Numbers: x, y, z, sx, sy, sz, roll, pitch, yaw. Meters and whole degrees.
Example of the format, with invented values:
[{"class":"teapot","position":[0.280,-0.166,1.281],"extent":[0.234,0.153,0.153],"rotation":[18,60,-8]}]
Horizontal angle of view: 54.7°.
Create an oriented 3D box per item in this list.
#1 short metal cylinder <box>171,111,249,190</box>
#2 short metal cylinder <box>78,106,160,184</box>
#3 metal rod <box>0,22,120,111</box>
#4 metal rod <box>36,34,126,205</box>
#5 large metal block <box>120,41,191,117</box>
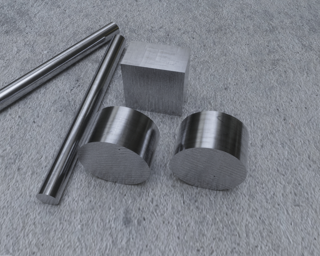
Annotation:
[{"class":"short metal cylinder","position":[0.057,0.027,0.345],"extent":[0.080,0.080,0.050],"rotation":[10,51,8]},{"class":"short metal cylinder","position":[-0.045,0.021,0.349],"extent":[0.080,0.080,0.050],"rotation":[9,51,7]},{"class":"metal rod","position":[-0.174,-0.087,0.474],"extent":[0.025,0.025,0.301],"rotation":[31,56,23]},{"class":"metal rod","position":[-0.096,-0.035,0.431],"extent":[0.025,0.025,0.300],"rotation":[8,50,6]},{"class":"large metal block","position":[-0.004,-0.066,0.423],"extent":[0.080,0.080,0.050],"rotation":[9,51,8]}]
